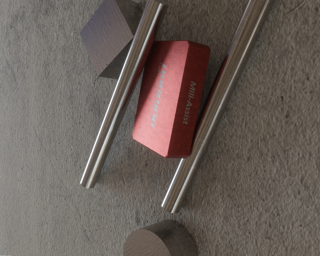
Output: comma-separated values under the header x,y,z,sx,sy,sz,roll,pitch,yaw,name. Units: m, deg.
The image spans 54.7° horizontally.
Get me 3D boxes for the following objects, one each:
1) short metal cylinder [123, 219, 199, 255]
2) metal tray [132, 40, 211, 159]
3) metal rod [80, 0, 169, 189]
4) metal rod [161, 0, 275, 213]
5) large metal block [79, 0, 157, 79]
x,y,z,sx,sy,sz,roll,pitch,yaw,name
0.001,0.160,0.386,0.080,0.050,0.079,0,90,39,short metal cylinder
0.009,-0.037,0.375,0.090,0.030,0.129,24,106,56,metal tray
-0.058,-0.028,0.425,0.025,0.025,0.298,45,124,30,metal rod
0.065,-0.033,0.349,0.025,0.025,0.298,33,110,34,metal rod
-0.059,-0.125,0.435,0.080,0.050,0.080,-39,67,33,large metal block
